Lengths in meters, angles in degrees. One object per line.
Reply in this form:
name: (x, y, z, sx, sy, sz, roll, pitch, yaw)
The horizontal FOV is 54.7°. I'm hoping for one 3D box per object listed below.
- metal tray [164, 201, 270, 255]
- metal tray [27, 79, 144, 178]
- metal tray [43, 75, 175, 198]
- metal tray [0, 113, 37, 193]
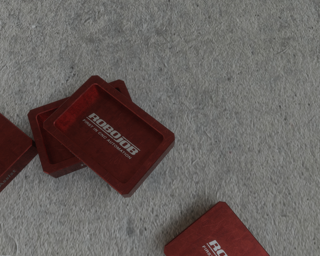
metal tray: (0.077, 0.161, 0.347, 0.090, 0.030, 0.130, -36, 74, -12)
metal tray: (-0.094, 0.000, 0.404, 0.131, 0.030, 0.090, -21, 71, -8)
metal tray: (-0.059, 0.008, 0.369, 0.130, 0.030, 0.090, 38, 74, 12)
metal tray: (-0.231, 0.044, 0.388, 0.090, 0.030, 0.130, 37, 74, 12)
